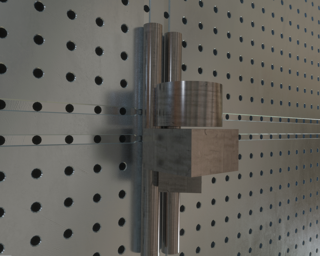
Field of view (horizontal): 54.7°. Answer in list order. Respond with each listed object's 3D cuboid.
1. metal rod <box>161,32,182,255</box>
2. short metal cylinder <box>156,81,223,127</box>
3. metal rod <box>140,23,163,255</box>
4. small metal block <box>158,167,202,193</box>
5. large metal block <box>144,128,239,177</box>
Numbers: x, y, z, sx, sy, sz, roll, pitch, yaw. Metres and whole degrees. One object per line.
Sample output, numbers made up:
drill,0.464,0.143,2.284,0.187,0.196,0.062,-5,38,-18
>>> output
metal rod,0.016,0.020,0.426,0.025,0.025,0.298,1,89,-40
short metal cylinder,0.036,-0.027,0.377,0.081,0.080,0.050,1,90,-40
metal rod,-0.011,0.016,0.403,0.025,0.025,0.298,1,89,-40
small metal block,0.026,0.063,0.387,0.050,0.050,0.025,3,87,-85
large metal block,0.037,0.026,0.374,0.081,0.080,0.050,0,90,-40
